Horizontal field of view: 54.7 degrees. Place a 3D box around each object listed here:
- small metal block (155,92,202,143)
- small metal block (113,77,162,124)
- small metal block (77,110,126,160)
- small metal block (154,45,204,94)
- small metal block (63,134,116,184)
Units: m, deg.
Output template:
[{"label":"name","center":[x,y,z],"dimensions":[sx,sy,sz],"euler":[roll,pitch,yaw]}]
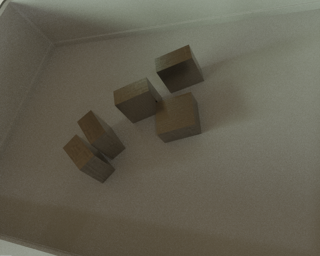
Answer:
[{"label":"small metal block","center":[0.023,-0.013,0.401],"dimensions":[0.050,0.025,0.050],"euler":[-16,55,19]},{"label":"small metal block","center":[-0.028,-0.037,0.426],"dimensions":[0.050,0.050,0.025],"euler":[-22,54,15]},{"label":"small metal block","center":[-0.080,0.010,0.424],"dimensions":[0.025,0.050,0.050],"euler":[-41,51,0]},{"label":"small metal block","center":[0.027,-0.079,0.423],"dimensions":[0.050,0.050,0.025],"euler":[-20,55,16]},{"label":"small metal block","center":[-0.094,0.041,0.412],"dimensions":[0.025,0.050,0.050],"euler":[-47,52,-4]}]
